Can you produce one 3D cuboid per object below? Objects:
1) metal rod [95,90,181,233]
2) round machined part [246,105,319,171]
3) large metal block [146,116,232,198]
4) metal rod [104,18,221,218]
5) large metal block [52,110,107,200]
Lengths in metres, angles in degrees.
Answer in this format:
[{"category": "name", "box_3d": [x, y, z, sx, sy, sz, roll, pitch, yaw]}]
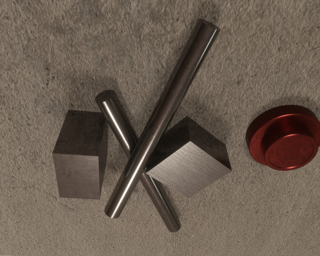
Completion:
[{"category": "metal rod", "box_3d": [-0.020, 0.069, 0.465, 0.025, 0.025, 0.299, -14, 129, 11]}, {"category": "round machined part", "box_3d": [0.169, 0.020, 0.416, 0.099, 0.042, 0.097, -1, 130, 0]}, {"category": "large metal block", "box_3d": [0.038, 0.042, 0.428, 0.080, 0.050, 0.080, 35, 121, -27]}, {"category": "metal rod", "box_3d": [-0.010, 0.009, 0.389, 0.025, 0.025, 0.298, 19, 120, -16]}, {"category": "large metal block", "box_3d": [-0.098, 0.034, 0.399, 0.050, 0.080, 0.079, 4, 130, -4]}]
